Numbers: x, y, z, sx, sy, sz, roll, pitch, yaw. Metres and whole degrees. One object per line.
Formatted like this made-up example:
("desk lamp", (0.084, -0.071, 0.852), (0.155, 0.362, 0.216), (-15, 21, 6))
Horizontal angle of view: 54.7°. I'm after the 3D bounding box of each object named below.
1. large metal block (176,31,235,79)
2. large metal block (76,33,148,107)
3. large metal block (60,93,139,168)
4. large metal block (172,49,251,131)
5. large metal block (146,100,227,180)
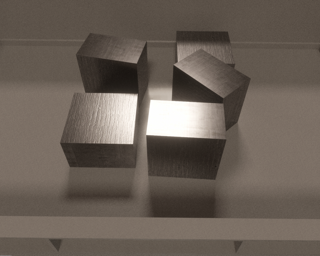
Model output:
("large metal block", (0.066, -0.105, 0.478), (0.081, 0.050, 0.080), (1, 50, 0))
("large metal block", (-0.063, -0.080, 0.436), (0.080, 0.080, 0.050), (10, 51, 8))
("large metal block", (-0.069, 0.002, 0.386), (0.081, 0.050, 0.080), (1, 50, 0))
("large metal block", (0.062, -0.043, 0.407), (0.050, 0.080, 0.080), (-35, 59, -26))
("large metal block", (0.028, 0.015, 0.357), (0.080, 0.080, 0.050), (3, 50, 2))
